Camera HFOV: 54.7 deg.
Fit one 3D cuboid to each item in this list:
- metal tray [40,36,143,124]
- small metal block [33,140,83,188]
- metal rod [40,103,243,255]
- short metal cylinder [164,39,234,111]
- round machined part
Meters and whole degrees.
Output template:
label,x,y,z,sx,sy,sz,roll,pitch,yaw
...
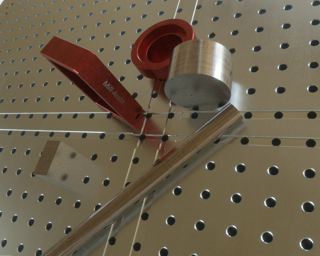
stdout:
label,x,y,z,sx,sy,sz,roll,pitch,yaw
metal tray,-0.090,-0.062,0.424,0.090,0.130,0.030,29,78,37
small metal block,-0.141,0.051,0.433,0.025,0.050,0.050,1,62,28
metal rod,-0.025,0.074,0.374,0.300,0.025,0.025,-39,51,1
short metal cylinder,0.049,-0.063,0.385,0.080,0.080,0.050,-3,61,26
round machined part,0.010,-0.111,0.457,0.098,0.042,0.098,-14,54,20
